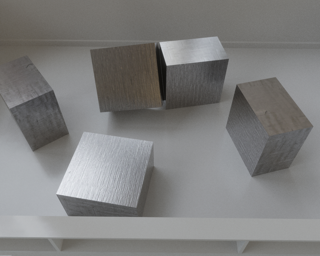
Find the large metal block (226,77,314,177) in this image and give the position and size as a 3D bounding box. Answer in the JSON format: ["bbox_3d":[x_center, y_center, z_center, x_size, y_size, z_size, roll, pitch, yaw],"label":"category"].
[{"bbox_3d":[0.124,-0.001,0.371,0.050,0.080,0.080,-12,51,-9],"label":"large metal block"}]

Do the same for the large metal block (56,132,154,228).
[{"bbox_3d":[-0.054,0.056,0.342,0.080,0.050,0.080,8,51,6],"label":"large metal block"}]

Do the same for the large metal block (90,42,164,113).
[{"bbox_3d":[-0.040,-0.068,0.411,0.080,0.079,0.050,-5,15,6],"label":"large metal block"}]

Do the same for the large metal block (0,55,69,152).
[{"bbox_3d":[-0.166,-0.031,0.394,0.050,0.080,0.080,-30,56,-22],"label":"large metal block"}]

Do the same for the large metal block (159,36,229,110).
[{"bbox_3d":[0.043,-0.076,0.433,0.081,0.080,0.050,-8,51,-7],"label":"large metal block"}]
